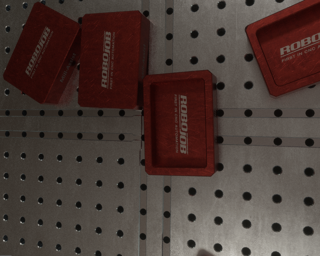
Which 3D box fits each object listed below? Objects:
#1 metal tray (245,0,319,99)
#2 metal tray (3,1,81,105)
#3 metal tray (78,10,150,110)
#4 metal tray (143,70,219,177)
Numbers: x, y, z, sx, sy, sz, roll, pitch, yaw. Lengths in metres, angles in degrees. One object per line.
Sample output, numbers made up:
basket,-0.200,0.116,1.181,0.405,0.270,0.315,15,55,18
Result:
metal tray,0.175,-0.097,0.348,0.130,0.030,0.090,-21,83,18
metal tray,-0.173,-0.111,0.469,0.090,0.030,0.129,32,100,17
metal tray,-0.065,-0.092,0.432,0.090,0.030,0.129,4,91,19
metal tray,0.027,-0.005,0.399,0.090,0.030,0.129,-2,89,19
